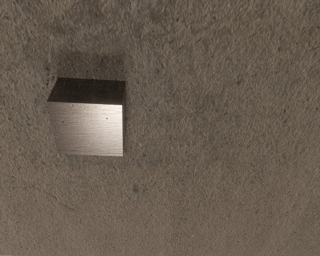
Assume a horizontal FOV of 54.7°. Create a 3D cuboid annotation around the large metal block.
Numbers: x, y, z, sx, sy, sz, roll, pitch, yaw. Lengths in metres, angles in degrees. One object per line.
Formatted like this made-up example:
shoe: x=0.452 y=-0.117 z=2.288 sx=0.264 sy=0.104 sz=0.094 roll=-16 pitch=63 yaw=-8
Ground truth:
large metal block: x=-0.084 y=-0.012 z=0.379 sx=0.081 sy=0.050 sz=0.079 roll=3 pitch=130 yaw=-3
